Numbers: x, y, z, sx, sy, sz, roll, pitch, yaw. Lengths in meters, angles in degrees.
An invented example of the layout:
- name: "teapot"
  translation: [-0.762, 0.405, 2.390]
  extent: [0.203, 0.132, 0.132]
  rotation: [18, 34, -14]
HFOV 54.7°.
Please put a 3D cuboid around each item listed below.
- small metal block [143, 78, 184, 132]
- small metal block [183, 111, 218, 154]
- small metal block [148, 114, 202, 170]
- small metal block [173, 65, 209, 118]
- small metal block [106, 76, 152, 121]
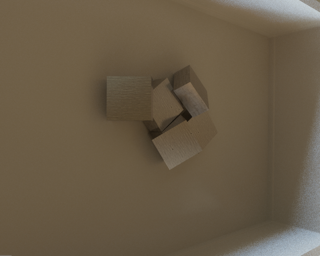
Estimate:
- name: "small metal block"
  translation: [-0.002, -0.030, 0.404]
  extent: [0.050, 0.025, 0.050]
  rotation: [-45, 118, -31]
- name: "small metal block"
  translation: [0.052, 0.001, 0.450]
  extent: [0.050, 0.025, 0.050]
  rotation: [-43, 117, -31]
- name: "small metal block"
  translation: [0.020, 0.018, 0.408]
  extent: [0.050, 0.025, 0.050]
  rotation: [-31, 113, -3]
- name: "small metal block"
  translation: [0.043, -0.051, 0.428]
  extent: [0.050, 0.025, 0.050]
  rotation: [51, 25, -28]
- name: "small metal block"
  translation: [-0.034, -0.033, 0.360]
  extent: [0.050, 0.025, 0.050]
  rotation: [0, 89, 3]
